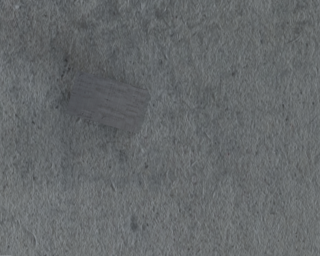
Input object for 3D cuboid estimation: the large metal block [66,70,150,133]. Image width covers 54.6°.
[{"bbox_3d":[-0.059,-0.029,0.382,0.080,0.080,0.050,16,90,0],"label":"large metal block"}]
